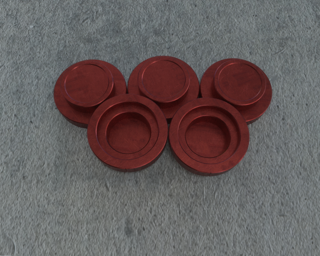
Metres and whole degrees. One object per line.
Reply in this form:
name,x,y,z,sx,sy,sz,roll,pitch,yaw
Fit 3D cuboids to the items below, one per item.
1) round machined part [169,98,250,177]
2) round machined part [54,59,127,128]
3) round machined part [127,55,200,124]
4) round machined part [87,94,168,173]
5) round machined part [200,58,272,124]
round machined part,0.060,0.014,0.396,0.099,0.042,0.098,0,70,-1
round machined part,-0.094,-0.051,0.418,0.099,0.042,0.098,0,70,-1
round machined part,0.005,-0.057,0.421,0.099,0.042,0.098,0,70,-1
round machined part,-0.039,0.009,0.396,0.099,0.042,0.098,0,70,-1
round machined part,0.104,-0.054,0.421,0.099,0.042,0.098,0,70,-1
